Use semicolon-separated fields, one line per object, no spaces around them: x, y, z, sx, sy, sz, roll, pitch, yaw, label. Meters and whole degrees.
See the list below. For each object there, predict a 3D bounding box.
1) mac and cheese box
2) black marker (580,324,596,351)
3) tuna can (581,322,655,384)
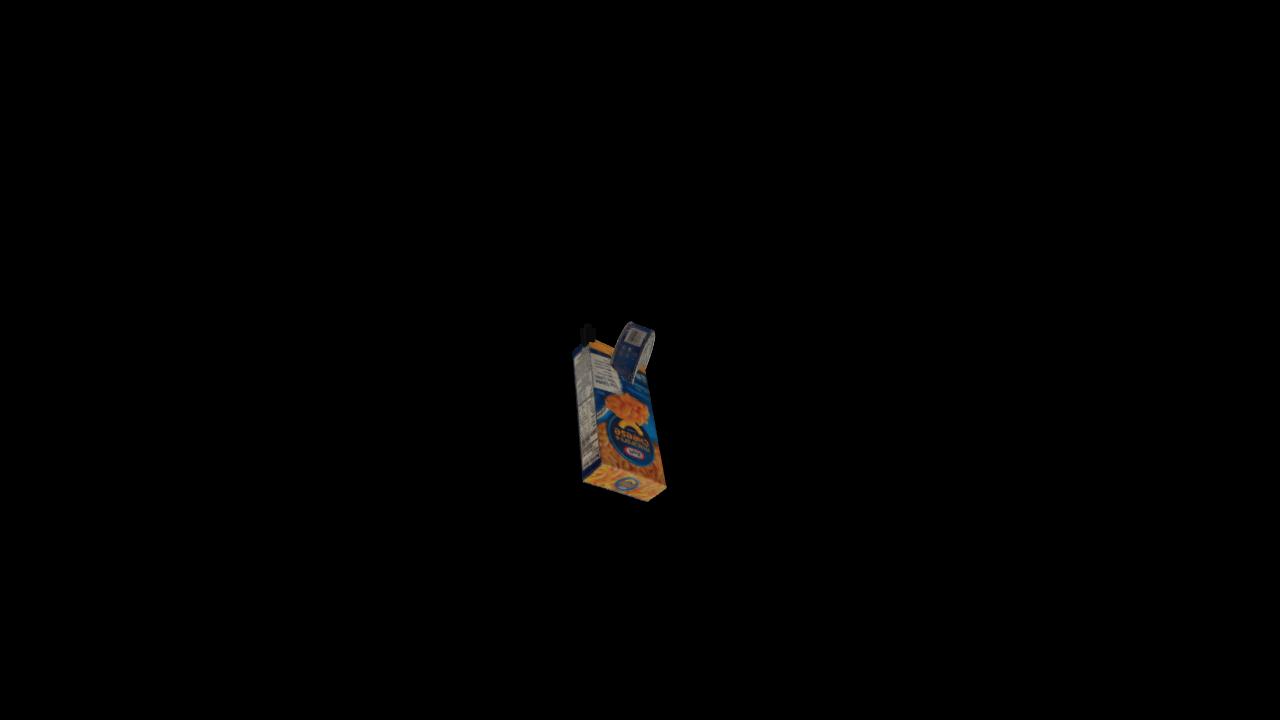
-0.027;0.063;0.702;0.093;0.184;0.041;27;-54;-34;mac and cheese box
-0.061;0.017;0.729;0.020;0.121;0.020;-1;-4;0;black marker
-0.010;-0.003;0.754;0.034;0.084;0.084;20;3;8;tuna can
